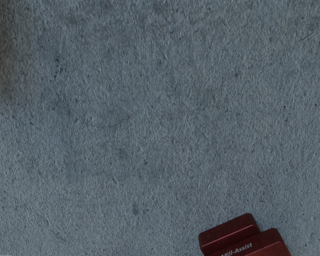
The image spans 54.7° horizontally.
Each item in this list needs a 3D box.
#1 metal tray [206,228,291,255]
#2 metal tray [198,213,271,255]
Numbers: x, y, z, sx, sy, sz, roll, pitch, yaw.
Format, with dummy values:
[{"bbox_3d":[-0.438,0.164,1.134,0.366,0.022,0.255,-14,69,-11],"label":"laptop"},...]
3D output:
[{"bbox_3d":[0.130,0.211,0.453,0.130,0.030,0.090,-27,108,9],"label":"metal tray"},{"bbox_3d":[0.129,0.205,0.484,0.090,0.030,0.130,-27,108,9],"label":"metal tray"}]
